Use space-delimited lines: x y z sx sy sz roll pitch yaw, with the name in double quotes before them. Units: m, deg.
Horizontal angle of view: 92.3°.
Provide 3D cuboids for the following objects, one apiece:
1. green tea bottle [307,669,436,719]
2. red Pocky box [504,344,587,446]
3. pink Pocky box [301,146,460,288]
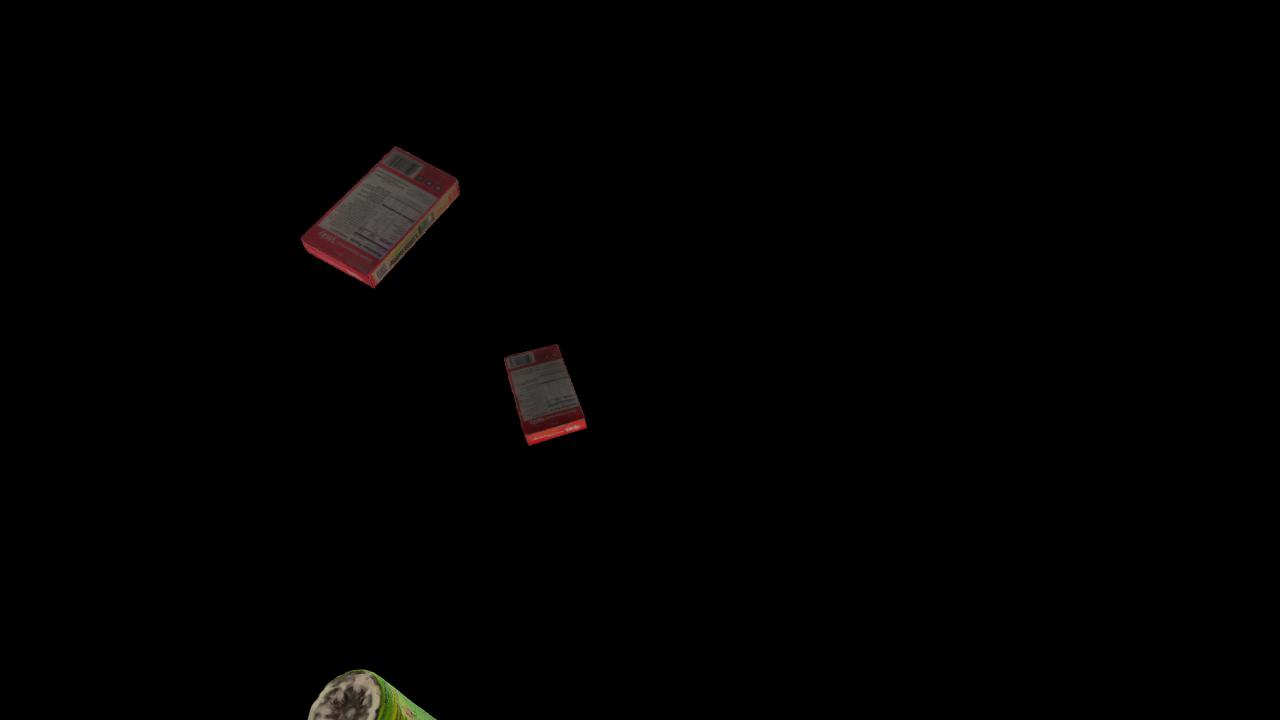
"green tea bottle" -0.235 0.372 0.599 0.073 0.073 0.212 0 -43 15
"red Pocky box" -0.134 0.044 0.851 0.083 0.028 0.155 -14 46 -12
"pink Pocky box" -0.273 -0.155 0.659 0.084 0.155 0.029 28 -27 5
